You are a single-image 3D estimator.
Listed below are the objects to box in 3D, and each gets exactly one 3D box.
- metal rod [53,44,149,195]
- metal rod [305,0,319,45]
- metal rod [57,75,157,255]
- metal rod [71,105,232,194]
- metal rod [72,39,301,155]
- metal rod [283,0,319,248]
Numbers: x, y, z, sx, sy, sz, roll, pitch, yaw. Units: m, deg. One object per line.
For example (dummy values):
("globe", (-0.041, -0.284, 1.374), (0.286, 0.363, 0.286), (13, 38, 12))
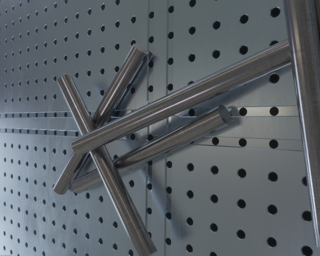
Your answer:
("metal rod", (-0.103, 0.000, 0.496), (0.025, 0.025, 0.298), (50, 119, 28))
("metal rod", (0.160, -0.049, 0.277), (0.025, 0.025, 0.299), (-15, 80, 39))
("metal rod", (-0.085, 0.042, 0.446), (0.025, 0.025, 0.299), (-45, 63, 31))
("metal rod", (-0.033, 0.042, 0.437), (0.299, 0.025, 0.025), (-28, 72, 36))
("metal rod", (0.009, -0.026, 0.368), (0.300, 0.025, 0.025), (-23, 75, 27))
("metal rod", (0.134, -0.042, 0.278), (0.025, 0.025, 0.298), (-7, 92, 40))
